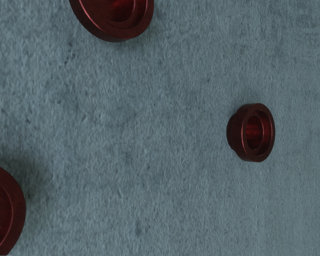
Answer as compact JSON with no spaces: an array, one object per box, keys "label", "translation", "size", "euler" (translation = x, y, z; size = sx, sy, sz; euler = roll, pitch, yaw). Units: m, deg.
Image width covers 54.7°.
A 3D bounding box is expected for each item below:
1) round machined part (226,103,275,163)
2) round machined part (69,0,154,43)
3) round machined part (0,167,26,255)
[{"label":"round machined part","translation":[0.149,0.008,0.522],"size":[0.099,0.042,0.097],"euler":[0,90,-40]},{"label":"round machined part","translation":[-0.058,-0.145,0.346],"size":[0.099,0.042,0.097],"euler":[0,90,-40]},{"label":"round machined part","translation":[-0.168,0.072,0.254],"size":[0.099,0.042,0.097],"euler":[0,90,-40]}]
